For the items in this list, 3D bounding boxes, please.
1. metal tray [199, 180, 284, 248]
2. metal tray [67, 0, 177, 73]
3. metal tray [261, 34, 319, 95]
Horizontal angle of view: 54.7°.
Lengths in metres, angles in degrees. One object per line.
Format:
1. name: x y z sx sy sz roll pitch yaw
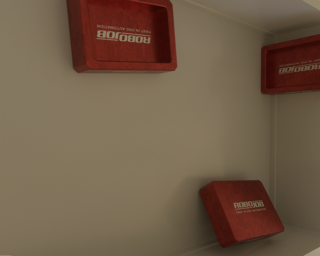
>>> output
1. metal tray: 0.129 0.128 0.482 0.131 0.030 0.090 7 51 -40
2. metal tray: -0.040 -0.112 0.369 0.131 0.030 0.089 -8 95 -40
3. metal tray: 0.243 -0.107 0.541 0.030 0.130 0.089 1 90 -40
